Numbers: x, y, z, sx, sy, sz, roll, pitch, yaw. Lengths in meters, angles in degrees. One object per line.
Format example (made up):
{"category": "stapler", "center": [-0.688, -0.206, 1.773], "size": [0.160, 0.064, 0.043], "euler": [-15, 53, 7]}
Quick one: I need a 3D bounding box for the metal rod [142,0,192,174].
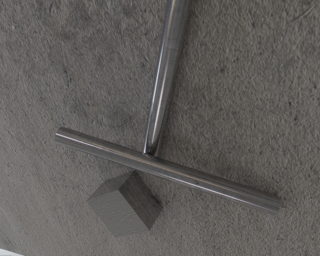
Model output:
{"category": "metal rod", "center": [0.006, -0.061, 0.365], "size": [0.025, 0.025, 0.298], "euler": [22, 127, 15]}

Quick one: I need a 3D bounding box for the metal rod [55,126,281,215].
{"category": "metal rod", "center": [0.004, 0.054, 0.409], "size": [0.301, 0.025, 0.025], "euler": [17, 126, 7]}

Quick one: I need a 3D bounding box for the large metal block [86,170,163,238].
{"category": "large metal block", "center": [-0.056, 0.123, 0.496], "size": [0.080, 0.050, 0.080], "euler": [-26, 105, 37]}
